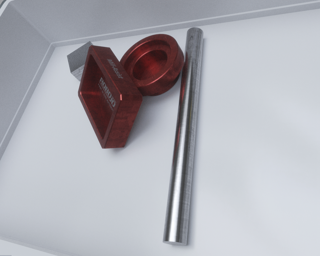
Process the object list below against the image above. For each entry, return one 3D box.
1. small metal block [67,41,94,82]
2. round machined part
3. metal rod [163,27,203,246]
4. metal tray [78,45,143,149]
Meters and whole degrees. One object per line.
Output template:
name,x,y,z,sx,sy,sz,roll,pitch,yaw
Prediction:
small metal block,-0.132,-0.118,0.545,0.050,0.025,0.050,-30,52,8
round machined part,-0.010,-0.085,0.448,0.098,0.042,0.098,-16,53,22
metal rod,0.034,-0.010,0.393,0.025,0.025,0.299,-6,59,25
metal tray,-0.075,-0.045,0.435,0.130,0.030,0.089,56,135,38
